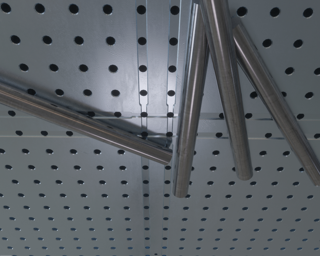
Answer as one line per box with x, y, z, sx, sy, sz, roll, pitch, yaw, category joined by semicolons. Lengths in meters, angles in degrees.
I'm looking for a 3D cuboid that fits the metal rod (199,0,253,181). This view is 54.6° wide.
0.086;-0.030;0.368;0.025;0.025;0.299;-13;135;11;metal rod

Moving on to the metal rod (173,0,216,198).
0.038;-0.011;0.401;0.025;0.025;0.298;2;130;-2;metal rod

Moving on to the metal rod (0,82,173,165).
-0.120;-0.012;0.399;0.302;0.025;0.025;22;127;-18;metal rod

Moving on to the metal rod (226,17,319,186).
0.159;-0.014;0.400;0.025;0.025;0.300;-29;125;22;metal rod
